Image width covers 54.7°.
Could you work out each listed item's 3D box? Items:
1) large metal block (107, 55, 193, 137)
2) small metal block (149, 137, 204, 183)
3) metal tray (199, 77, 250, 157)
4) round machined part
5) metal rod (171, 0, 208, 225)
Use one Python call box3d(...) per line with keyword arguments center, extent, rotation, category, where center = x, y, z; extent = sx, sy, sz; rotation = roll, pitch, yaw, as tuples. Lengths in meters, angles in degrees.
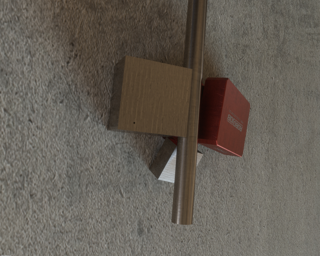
box3d(center=(-0.013, -0.033, 0.365), extent=(0.081, 0.050, 0.080), rotation=(7, 85, -22), category="large metal block")
box3d(center=(0.022, 0.045, 0.412), extent=(0.050, 0.025, 0.050), rotation=(20, 103, -38), category="small metal block")
box3d(center=(0.097, -0.011, 0.455), extent=(0.130, 0.030, 0.090), rotation=(24, 75, -59), category="metal tray")
box3d(center=(0.040, -0.025, 0.428), extent=(0.099, 0.042, 0.097), rotation=(0, 90, -40), category="round machined part")
box3d(center=(0.038, -0.036, 0.383), extent=(0.025, 0.025, 0.298), rotation=(10, 82, -40), category="metal rod")
